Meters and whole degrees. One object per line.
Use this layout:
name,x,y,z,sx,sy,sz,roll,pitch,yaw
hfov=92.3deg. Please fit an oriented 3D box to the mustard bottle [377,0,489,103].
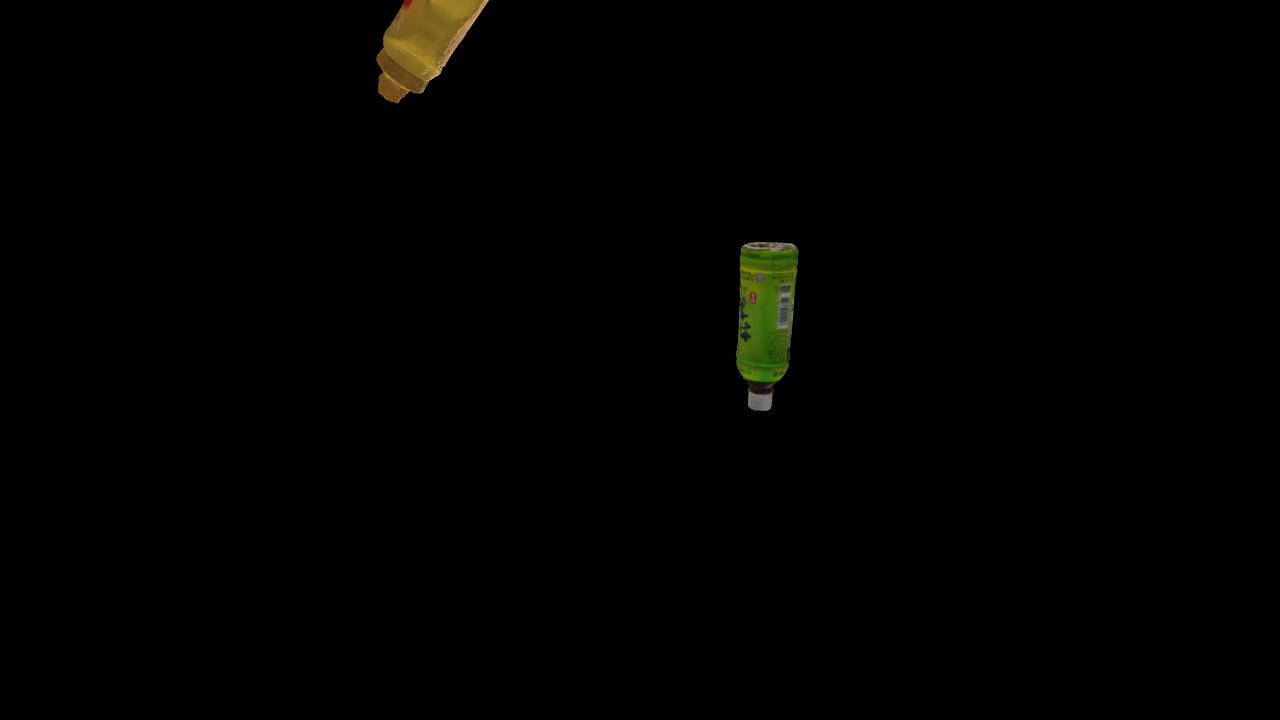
mustard bottle,-0.158,-0.284,0.493,0.054,0.092,0.184,24,-59,-40

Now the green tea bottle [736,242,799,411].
green tea bottle,0.157,-0.039,0.773,0.073,0.212,0.073,0,15,0
